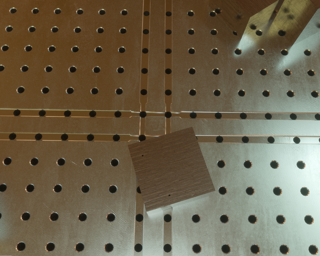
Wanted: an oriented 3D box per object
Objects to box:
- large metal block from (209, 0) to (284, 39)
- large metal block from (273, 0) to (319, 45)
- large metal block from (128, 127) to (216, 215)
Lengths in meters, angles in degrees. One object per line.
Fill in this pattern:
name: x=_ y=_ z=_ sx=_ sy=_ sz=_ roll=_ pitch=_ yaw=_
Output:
large metal block: x=0.135 y=-0.197 z=0.472 sx=0.080 sy=0.050 sz=0.080 roll=-34 pitch=74 yaw=-12
large metal block: x=0.226 y=-0.179 z=0.451 sx=0.080 sy=0.080 sz=0.050 roll=-28 pitch=73 yaw=-10
large metal block: x=0.012 y=0.054 z=0.379 sx=0.081 sy=0.050 sz=0.080 roll=-16 pitch=71 yaw=-6
